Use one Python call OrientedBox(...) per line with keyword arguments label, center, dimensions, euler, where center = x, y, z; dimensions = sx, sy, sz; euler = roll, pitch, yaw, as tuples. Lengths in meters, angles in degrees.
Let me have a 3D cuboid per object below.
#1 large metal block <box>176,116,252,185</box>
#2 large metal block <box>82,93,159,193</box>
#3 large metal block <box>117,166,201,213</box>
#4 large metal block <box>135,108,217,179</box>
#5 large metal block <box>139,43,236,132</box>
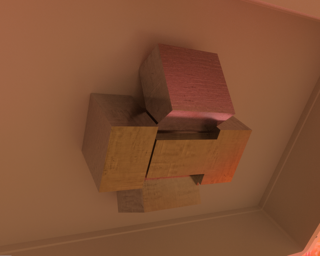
OrientedBox(label="large metal block", center=(0.066, 0.018, 0.419), dimensions=(0.050, 0.080, 0.079), euler=(1, 118, -29))
OrientedBox(label="large metal block", center=(-0.050, 0.014, 0.353), dimensions=(0.050, 0.080, 0.079), euler=(1, 118, -29))
OrientedBox(label="large metal block", center=(-0.005, 0.081, 0.410), dimensions=(0.081, 0.080, 0.050), euler=(0, 77, -30))
OrientedBox(label="large metal block", center=(0.009, 0.016, 0.386), dimensions=(0.081, 0.080, 0.050), euler=(1, 118, -29))
OrientedBox(label="large metal block", center=(0.029, -0.043, 0.353), dimensions=(0.081, 0.080, 0.050), euler=(1, 155, -29))
